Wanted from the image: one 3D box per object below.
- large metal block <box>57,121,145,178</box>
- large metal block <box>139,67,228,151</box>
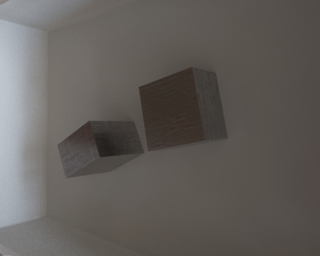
[{"bbox_3d":[-0.084,0.030,0.440,0.080,0.081,0.050,-31,71,36],"label":"large metal block"},{"bbox_3d":[0.026,-0.019,0.369,0.080,0.050,0.080,-14,81,39],"label":"large metal block"}]
